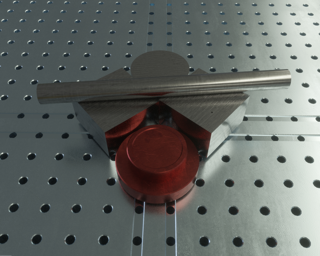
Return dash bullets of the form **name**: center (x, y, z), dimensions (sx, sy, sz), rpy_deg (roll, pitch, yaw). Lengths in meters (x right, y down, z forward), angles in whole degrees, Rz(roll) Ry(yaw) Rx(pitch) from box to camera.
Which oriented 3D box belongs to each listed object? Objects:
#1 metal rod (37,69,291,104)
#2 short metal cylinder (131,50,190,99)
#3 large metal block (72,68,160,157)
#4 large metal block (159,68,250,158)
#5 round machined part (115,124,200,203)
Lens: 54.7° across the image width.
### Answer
- **metal rod**: center (0.007, -0.051, 0.378), dimensions (0.302, 0.025, 0.025), rpy_deg (-4, 50, -3)
- **short metal cylinder**: center (0.000, -0.066, 0.442), dimensions (0.081, 0.050, 0.080), rpy_deg (0, 50, 0)
- **large metal block**: center (-0.058, -0.023, 0.405), dimensions (0.081, 0.050, 0.080), rpy_deg (-32, 59, -25)
- **large metal block**: center (0.055, -0.022, 0.402), dimensions (0.080, 0.050, 0.080), rpy_deg (35, 59, 25)
- **round machined part**: center (-0.003, 0.034, 0.362), dimensions (0.099, 0.042, 0.098), rpy_deg (0, 50, 0)
